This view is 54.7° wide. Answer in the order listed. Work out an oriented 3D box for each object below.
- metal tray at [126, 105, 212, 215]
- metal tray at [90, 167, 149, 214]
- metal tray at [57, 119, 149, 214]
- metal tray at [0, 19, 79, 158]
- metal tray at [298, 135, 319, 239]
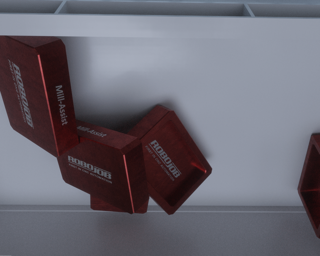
[{"bbox_3d":[0.007,0.045,0.412,0.090,0.030,0.130,-45,126,-12],"label":"metal tray"},{"bbox_3d":[-0.059,0.078,0.472,0.091,0.030,0.129,6,130,-5],"label":"metal tray"},{"bbox_3d":[-0.077,0.043,0.385,0.130,0.030,0.089,15,124,34],"label":"metal tray"},{"bbox_3d":[-0.136,-0.040,0.334,0.090,0.030,0.129,26,132,26],"label":"metal tray"},{"bbox_3d":[0.235,0.083,0.439,0.030,0.090,0.129,-6,130,5],"label":"metal tray"}]
